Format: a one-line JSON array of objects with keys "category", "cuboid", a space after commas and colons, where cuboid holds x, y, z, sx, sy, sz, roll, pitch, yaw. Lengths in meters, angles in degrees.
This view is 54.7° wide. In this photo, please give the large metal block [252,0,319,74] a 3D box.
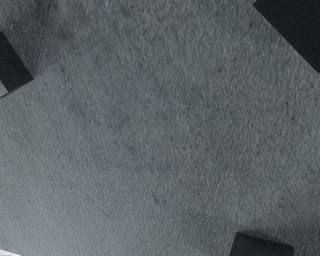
[{"category": "large metal block", "cuboid": [0.138, -0.106, 0.252, 0.080, 0.050, 0.080, 45, 129, -4]}]

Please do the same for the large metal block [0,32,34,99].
[{"category": "large metal block", "cuboid": [-0.254, -0.086, 0.468, 0.080, 0.050, 0.080, -18, 109, 35]}]

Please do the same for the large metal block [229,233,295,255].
[{"category": "large metal block", "cuboid": [0.144, 0.206, 0.442, 0.080, 0.050, 0.079, 7, 121, 24]}]
